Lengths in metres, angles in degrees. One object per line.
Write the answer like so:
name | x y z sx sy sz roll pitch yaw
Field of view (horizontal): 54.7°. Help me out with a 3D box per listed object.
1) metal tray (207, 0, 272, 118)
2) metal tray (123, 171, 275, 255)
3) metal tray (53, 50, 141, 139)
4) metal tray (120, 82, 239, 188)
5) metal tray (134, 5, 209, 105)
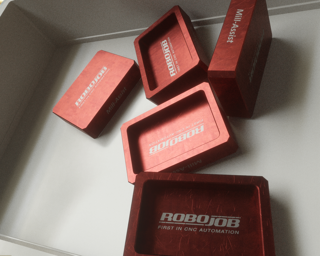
metal tray | 0.099 -0.088 0.365 0.030 0.090 0.130 7 65 31
metal tray | 0.037 0.091 0.298 0.131 0.030 0.090 1 56 9
metal tray | -0.098 -0.057 0.487 0.090 0.030 0.130 25 75 36
metal tray | 0.018 0.011 0.378 0.130 0.030 0.090 -26 53 17
metal tray | 0.013 -0.104 0.444 0.090 0.030 0.130 -33 50 25
